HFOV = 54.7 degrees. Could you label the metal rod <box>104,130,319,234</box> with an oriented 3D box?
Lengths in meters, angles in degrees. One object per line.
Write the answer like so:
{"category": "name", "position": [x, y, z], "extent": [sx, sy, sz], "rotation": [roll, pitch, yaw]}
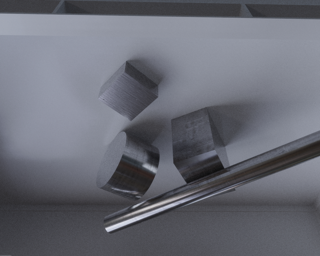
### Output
{"category": "metal rod", "position": [0.060, 0.067, 0.361], "extent": [0.300, 0.025, 0.025], "rotation": [-26, 126, 20]}

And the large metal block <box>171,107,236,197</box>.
{"category": "large metal block", "position": [0.055, 0.034, 0.403], "extent": [0.050, 0.080, 0.080], "rotation": [-20, 128, 16]}

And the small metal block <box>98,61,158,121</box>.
{"category": "small metal block", "position": [-0.038, -0.043, 0.372], "extent": [0.050, 0.025, 0.050], "rotation": [35, 122, -27]}

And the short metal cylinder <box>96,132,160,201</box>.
{"category": "short metal cylinder", "position": [-0.044, 0.051, 0.416], "extent": [0.050, 0.080, 0.080], "rotation": [27, 125, -22]}
